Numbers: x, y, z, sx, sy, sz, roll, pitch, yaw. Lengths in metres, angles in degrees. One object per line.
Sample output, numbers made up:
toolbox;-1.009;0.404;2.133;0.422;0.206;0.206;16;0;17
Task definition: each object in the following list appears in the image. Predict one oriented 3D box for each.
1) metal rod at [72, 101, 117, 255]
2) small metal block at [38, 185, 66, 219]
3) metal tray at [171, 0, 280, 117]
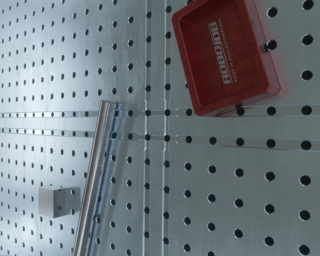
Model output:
metal rod;-0.109;0.104;0.496;0.025;0.025;0.298;20;103;38
small metal block;-0.199;0.134;0.570;0.050;0.025;0.050;0;90;39
metal tray;0.069;-0.086;0.347;0.090;0.030;0.129;-21;77;37
